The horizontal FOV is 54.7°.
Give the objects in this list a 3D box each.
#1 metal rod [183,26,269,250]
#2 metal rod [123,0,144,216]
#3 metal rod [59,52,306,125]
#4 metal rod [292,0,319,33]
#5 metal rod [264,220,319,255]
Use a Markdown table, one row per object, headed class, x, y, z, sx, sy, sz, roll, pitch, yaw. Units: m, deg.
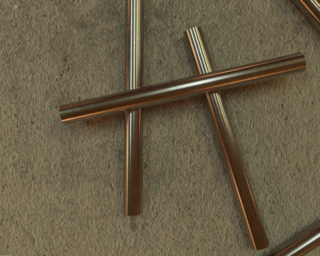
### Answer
| class | x | y | z | sx | sy | sz | roll | pitch | yaw |
| --- | --- | --- | --- | --- | --- | --- | --- | --- | --- |
| metal rod | 0.088 | 0.013 | 0.410 | 0.025 | 0.025 | 0.298 | -17 | 90 | 0 |
| metal rod | -0.035 | -0.037 | 0.409 | 0.025 | 0.025 | 0.298 | 1 | 90 | 0 |
| metal rod | 0.028 | -0.049 | 0.383 | 0.302 | 0.025 | 0.025 | -13 | 90 | 0 |
| metal rod | 0.176 | -0.190 | 0.410 | 0.025 | 0.025 | 0.300 | -41 | 90 | 0 |
| metal rod | 0.203 | 0.145 | 0.411 | 0.301 | 0.025 | 0.025 | -33 | 90 | 0 |
